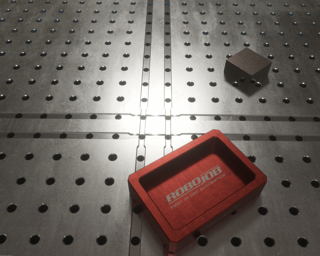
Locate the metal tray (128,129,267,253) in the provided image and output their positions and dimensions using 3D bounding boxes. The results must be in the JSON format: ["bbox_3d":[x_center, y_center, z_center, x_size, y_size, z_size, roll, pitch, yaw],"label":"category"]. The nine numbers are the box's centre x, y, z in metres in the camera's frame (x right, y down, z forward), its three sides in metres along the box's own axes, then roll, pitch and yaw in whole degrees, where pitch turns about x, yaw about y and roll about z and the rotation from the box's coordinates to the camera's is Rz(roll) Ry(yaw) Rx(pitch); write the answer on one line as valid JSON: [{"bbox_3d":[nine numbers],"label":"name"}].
[{"bbox_3d":[0.041,0.064,0.350,0.131,0.030,0.090,-27,55,-21],"label":"metal tray"}]

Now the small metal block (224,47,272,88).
[{"bbox_3d":[0.139,-0.097,0.491,0.050,0.025,0.050,-34,58,-25],"label":"small metal block"}]
